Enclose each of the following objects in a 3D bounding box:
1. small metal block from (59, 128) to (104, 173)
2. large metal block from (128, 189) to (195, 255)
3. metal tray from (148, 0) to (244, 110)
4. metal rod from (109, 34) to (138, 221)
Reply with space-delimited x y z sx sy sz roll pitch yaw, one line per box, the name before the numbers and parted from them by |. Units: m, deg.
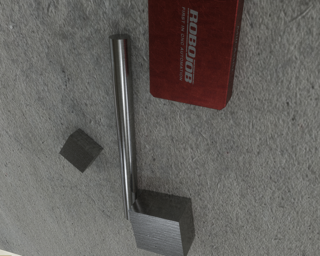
small metal block | -0.126 0.036 0.493 0.050 0.025 0.050 41 129 -1
large metal block | 0.005 0.148 0.478 0.080 0.050 0.079 6 121 25
metal tray | 0.035 -0.090 0.329 0.090 0.030 0.129 13 124 20
metal rod | -0.047 0.019 0.442 0.025 0.025 0.298 13 124 20
